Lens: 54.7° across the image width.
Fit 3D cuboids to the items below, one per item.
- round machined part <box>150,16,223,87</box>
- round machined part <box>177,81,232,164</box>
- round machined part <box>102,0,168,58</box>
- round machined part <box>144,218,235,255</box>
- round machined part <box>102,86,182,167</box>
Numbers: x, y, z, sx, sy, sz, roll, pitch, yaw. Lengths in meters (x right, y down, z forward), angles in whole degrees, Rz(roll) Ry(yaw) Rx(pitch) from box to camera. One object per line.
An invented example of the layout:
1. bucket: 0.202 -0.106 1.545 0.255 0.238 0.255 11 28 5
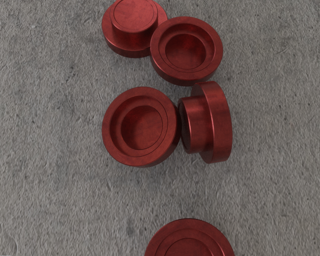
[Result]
1. round machined part: 0.035 -0.102 0.433 0.099 0.042 0.098 1 73 -4
2. round machined part: 0.048 -0.005 0.370 0.042 0.098 0.098 -9 70 -7
3. round machined part: -0.037 -0.156 0.456 0.099 0.042 0.098 0 70 0
4. round machined part: 0.031 0.152 0.344 0.099 0.042 0.098 0 70 0
5. round machined part: -0.019 0.001 0.387 0.098 0.042 0.098 -5 76 20
